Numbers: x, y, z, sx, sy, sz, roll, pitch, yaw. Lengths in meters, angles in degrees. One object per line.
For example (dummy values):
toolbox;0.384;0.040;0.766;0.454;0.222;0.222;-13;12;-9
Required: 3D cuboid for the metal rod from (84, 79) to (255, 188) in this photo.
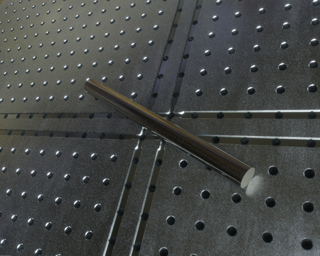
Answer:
metal rod;-0.010;-0.008;0.417;0.300;0.025;0.025;31;79;37
